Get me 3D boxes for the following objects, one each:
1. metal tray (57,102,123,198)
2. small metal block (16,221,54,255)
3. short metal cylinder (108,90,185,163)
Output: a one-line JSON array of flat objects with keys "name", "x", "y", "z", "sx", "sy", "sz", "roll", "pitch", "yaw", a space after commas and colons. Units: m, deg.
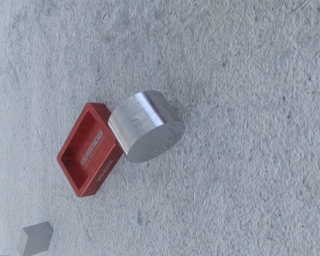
[{"name": "metal tray", "x": -0.110, "y": 0.035, "z": 0.492, "sx": 0.090, "sy": 0.030, "sz": 0.129, "roll": 50, "pitch": 119, "yaw": 28}, {"name": "small metal block", "x": -0.235, "y": 0.210, "z": 0.583, "sx": 0.025, "sy": 0.050, "sz": 0.050, "roll": 32, "pitch": 110, "yaw": 35}, {"name": "short metal cylinder", "x": -0.016, "y": -0.001, "z": 0.383, "sx": 0.080, "sy": 0.081, "sz": 0.050, "roll": -49, "pitch": 61, "yaw": 29}]
